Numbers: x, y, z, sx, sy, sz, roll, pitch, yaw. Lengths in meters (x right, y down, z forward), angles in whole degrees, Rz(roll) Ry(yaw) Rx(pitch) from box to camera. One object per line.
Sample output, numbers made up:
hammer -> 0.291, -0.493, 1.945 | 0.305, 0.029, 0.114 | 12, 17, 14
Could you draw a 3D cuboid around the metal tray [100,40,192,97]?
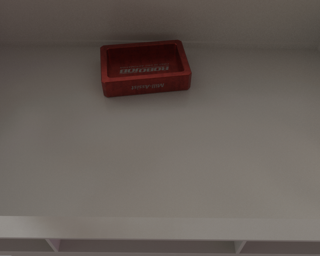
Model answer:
metal tray -> -0.024, -0.094, 0.480 | 0.131, 0.030, 0.090 | -6, 50, -6
